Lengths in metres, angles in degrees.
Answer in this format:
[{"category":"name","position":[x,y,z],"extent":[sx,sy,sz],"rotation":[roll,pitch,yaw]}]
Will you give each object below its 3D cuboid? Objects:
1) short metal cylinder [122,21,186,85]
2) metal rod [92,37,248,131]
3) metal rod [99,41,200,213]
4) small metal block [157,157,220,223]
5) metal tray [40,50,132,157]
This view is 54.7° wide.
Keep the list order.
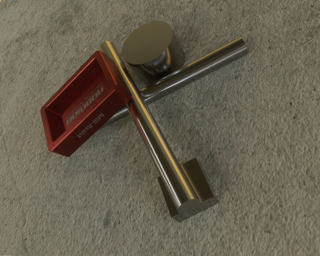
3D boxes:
[{"category":"short metal cylinder","position":[-0.009,-0.111,0.459],"extent":[0.080,0.050,0.080],"rotation":[-13,56,20]},{"category":"metal rod","position":[-0.020,-0.045,0.442],"extent":[0.301,0.025,0.025],"rotation":[-26,53,11]},{"category":"metal rod","position":[-0.028,-0.025,0.402],"extent":[0.025,0.025,0.300],"rotation":[-34,52,6]},{"category":"small metal block","position":[0.031,0.069,0.345],"extent":[0.050,0.025,0.050],"rotation":[-29,52,9]},{"category":"metal tray","position":[-0.106,-0.034,0.427],"extent":[0.130,0.030,0.090],"rotation":[-41,50,15]}]
